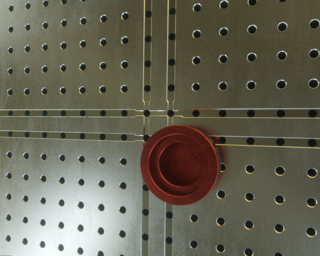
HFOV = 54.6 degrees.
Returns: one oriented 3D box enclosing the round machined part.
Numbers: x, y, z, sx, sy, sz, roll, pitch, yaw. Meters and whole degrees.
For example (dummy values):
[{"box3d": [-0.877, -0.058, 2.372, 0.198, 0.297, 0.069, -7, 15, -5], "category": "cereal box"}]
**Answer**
[{"box3d": [0.029, 0.045, 0.394, 0.098, 0.042, 0.097, 0, 90, 20], "category": "round machined part"}]
